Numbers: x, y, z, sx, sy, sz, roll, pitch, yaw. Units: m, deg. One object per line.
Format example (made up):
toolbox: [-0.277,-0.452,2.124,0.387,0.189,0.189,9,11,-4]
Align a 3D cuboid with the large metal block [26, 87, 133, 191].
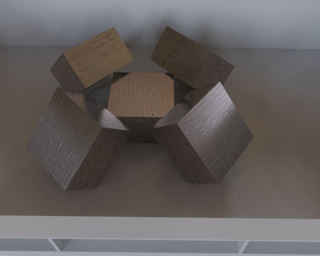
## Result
large metal block: [-0.092,0.012,0.349,0.080,0.050,0.080,39,104,27]

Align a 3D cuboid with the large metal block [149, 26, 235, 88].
large metal block: [0.046,-0.092,0.438,0.080,0.050,0.080,39,17,28]

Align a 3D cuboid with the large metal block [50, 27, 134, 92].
large metal block: [-0.096,-0.087,0.429,0.080,0.080,0.050,-38,103,-28]

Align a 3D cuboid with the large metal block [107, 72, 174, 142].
large metal block: [-0.023,-0.028,0.409,0.080,0.050,0.080,1,50,0]

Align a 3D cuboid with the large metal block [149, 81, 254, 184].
large metal block: [0.049,0.006,0.353,0.080,0.050,0.080,-44,108,-31]
